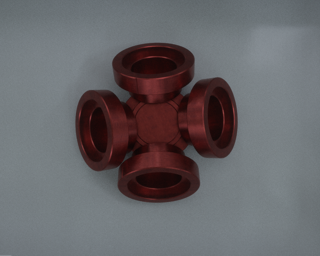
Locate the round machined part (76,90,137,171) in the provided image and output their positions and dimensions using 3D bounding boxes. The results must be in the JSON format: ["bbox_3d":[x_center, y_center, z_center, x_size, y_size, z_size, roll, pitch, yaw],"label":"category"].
[{"bbox_3d":[-0.064,0.002,0.382,0.042,0.098,0.097,-7,90,-38],"label":"round machined part"}]

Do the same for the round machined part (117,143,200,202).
[{"bbox_3d":[-0.002,0.054,0.382,0.099,0.097,0.042,-1,54,-1],"label":"round machined part"}]

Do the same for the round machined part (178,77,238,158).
[{"bbox_3d":[0.058,-0.012,0.384,0.042,0.099,0.097,-3,90,36],"label":"round machined part"}]

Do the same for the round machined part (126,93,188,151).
[{"bbox_3d":[-0.003,-0.006,0.401,0.099,0.042,0.097,0,90,-1],"label":"round machined part"}]

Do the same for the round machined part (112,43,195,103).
[{"bbox_3d":[-0.007,-0.066,0.382,0.099,0.098,0.042,-4,128,-1],"label":"round machined part"}]
